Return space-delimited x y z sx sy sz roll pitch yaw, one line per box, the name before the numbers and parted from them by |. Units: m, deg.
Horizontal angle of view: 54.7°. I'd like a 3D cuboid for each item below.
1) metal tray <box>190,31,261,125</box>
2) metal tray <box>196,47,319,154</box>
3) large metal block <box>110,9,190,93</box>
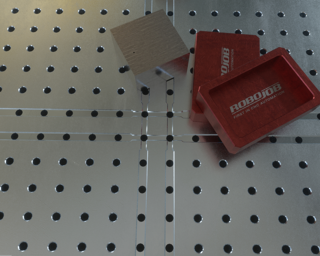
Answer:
metal tray | 0.092 -0.071 0.436 0.091 0.030 0.130 5 70 1
metal tray | 0.123 -0.036 0.390 0.131 0.030 0.090 -27 73 -10
large metal block | -0.014 -0.108 0.438 0.080 0.050 0.080 -25 72 -9
